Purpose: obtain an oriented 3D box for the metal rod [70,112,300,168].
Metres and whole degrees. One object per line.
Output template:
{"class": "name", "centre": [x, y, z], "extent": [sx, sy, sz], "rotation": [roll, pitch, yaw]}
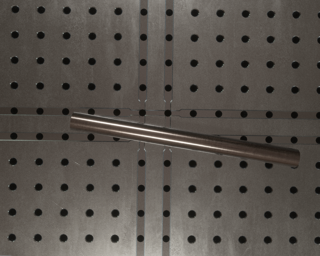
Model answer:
{"class": "metal rod", "centre": [0.033, 0.016, 0.413], "extent": [0.302, 0.025, 0.025], "rotation": [10, 90, -1]}
